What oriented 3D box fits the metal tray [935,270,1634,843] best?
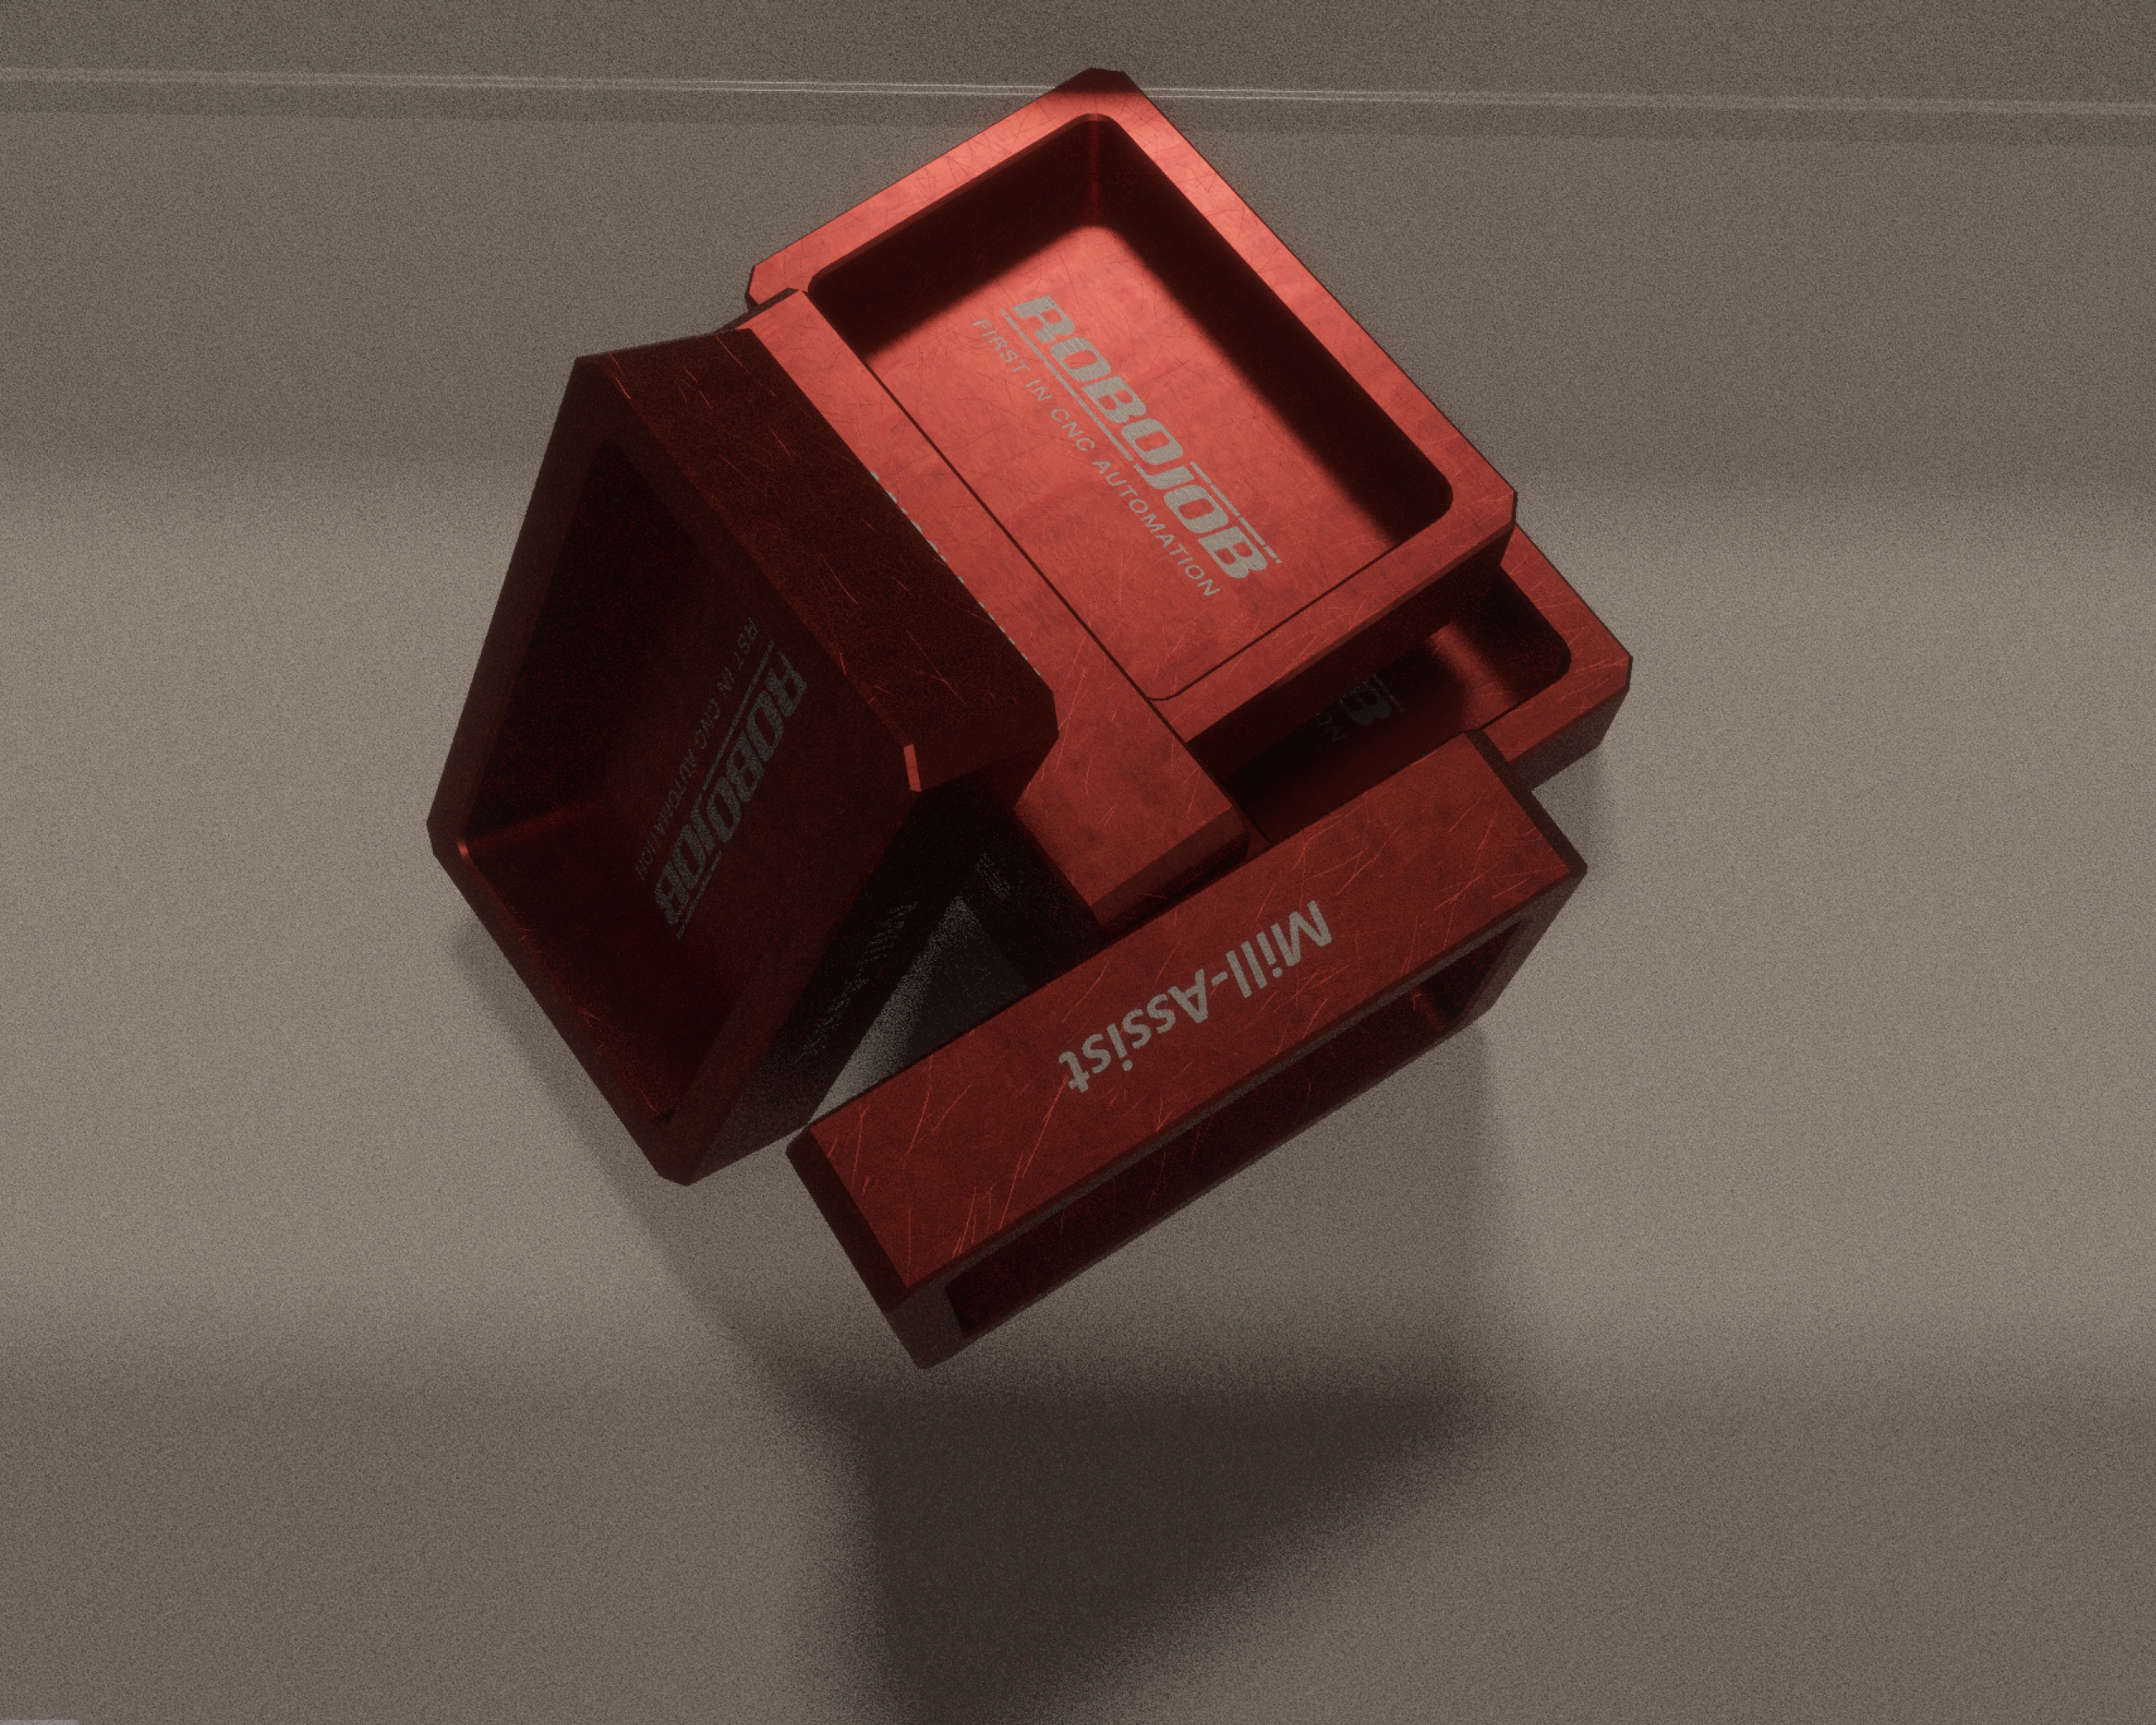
[{"bbox_3d":[0.037,-0.058,0.428,0.090,0.030,0.130,-33,73,-10],"label":"metal tray"}]

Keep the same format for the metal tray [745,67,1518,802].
[{"bbox_3d":[0.009,-0.083,0.404,0.090,0.030,0.130,-35,73,-12],"label":"metal tray"}]

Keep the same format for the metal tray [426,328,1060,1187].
[{"bbox_3d":[-0.064,-0.014,0.358,0.030,0.129,0.090,-25,69,-41],"label":"metal tray"}]

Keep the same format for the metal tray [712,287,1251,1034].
[{"bbox_3d":[-0.023,-0.031,0.384,0.030,0.090,0.130,-35,74,-12],"label":"metal tray"}]

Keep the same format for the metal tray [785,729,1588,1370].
[{"bbox_3d":[0.018,0.036,0.361,0.131,0.090,0.030,-31,73,-11],"label":"metal tray"}]
